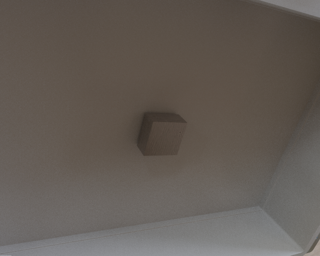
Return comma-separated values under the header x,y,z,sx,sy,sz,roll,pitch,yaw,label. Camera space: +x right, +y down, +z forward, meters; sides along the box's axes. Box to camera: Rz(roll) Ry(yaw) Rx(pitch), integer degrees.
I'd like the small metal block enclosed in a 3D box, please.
x,y,z,sx,sy,sz,roll,pitch,yaw,label
0.002,0.009,0.410,0.050,0.025,0.050,2,118,-29,small metal block
